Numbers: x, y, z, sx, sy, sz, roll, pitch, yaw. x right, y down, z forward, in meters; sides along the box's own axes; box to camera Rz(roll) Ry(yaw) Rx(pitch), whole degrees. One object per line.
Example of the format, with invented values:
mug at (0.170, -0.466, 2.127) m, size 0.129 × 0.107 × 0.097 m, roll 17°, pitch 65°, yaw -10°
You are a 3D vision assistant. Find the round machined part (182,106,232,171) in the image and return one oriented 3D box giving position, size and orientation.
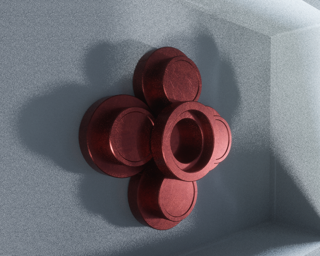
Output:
round machined part at (0.066, 0.016, 0.448) m, size 0.099 × 0.042 × 0.097 m, roll 0°, pitch 90°, yaw -40°

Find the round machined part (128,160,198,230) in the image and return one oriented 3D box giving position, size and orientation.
round machined part at (0.010, 0.083, 0.402) m, size 0.099 × 0.042 × 0.097 m, roll 2°, pitch 87°, yaw -41°

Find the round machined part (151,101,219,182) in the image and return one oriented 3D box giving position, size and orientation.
round machined part at (0.027, 0.016, 0.388) m, size 0.099 × 0.042 × 0.097 m, roll 0°, pitch 90°, yaw -40°

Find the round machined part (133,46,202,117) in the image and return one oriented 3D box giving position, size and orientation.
round machined part at (0.017, -0.058, 0.405) m, size 0.099 × 0.042 × 0.097 m, roll 0°, pitch 90°, yaw -40°

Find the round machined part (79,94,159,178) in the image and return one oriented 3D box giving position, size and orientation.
round machined part at (-0.039, 0.010, 0.359) m, size 0.099 × 0.042 × 0.097 m, roll 0°, pitch 90°, yaw -40°
